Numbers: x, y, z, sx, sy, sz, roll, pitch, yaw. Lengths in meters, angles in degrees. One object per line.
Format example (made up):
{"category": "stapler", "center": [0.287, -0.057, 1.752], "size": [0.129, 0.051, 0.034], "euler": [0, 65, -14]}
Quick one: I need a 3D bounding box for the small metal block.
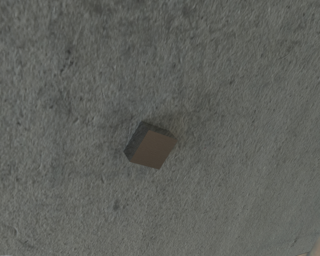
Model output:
{"category": "small metal block", "center": [-0.013, 0.024, 0.416], "size": [0.050, 0.025, 0.050], "euler": [20, 107, -36]}
